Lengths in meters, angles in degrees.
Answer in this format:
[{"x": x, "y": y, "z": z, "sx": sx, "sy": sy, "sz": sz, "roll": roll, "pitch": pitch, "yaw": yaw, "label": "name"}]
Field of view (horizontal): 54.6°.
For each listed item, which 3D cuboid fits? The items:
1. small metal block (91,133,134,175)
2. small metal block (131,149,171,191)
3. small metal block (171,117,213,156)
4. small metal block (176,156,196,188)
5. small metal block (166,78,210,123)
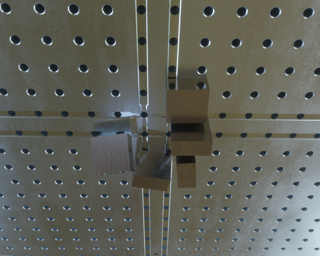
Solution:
[{"x": -0.064, "y": 0.036, "z": 0.422, "sx": 0.050, "sy": 0.050, "sz": 0.025, "roll": -8, "pitch": 167, "yaw": 6, "label": "small metal block"}, {"x": -0.012, "y": 0.060, "z": 0.446, "sx": 0.050, "sy": 0.050, "sz": 0.025, "roll": 10, "pitch": 130, "yaw": -9, "label": "small metal block"}, {"x": 0.039, "y": 0.009, "z": 0.403, "sx": 0.050, "sy": 0.050, "sz": 0.025, "roll": 0, "pitch": 130, "yaw": 0, "label": "small metal block"}, {"x": 0.036, "y": 0.049, "z": 0.437, "sx": 0.025, "sy": 0.050, "sz": 0.050, "roll": -3, "pitch": 130, "yaw": 3, "label": "small metal block"}, {"x": 0.033, "y": -0.033, "z": 0.383, "sx": 0.050, "sy": 0.025, "sz": 0.050, "roll": -1, "pitch": 130, "yaw": 1, "label": "small metal block"}]
